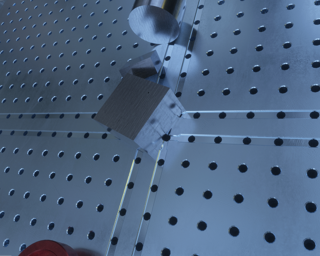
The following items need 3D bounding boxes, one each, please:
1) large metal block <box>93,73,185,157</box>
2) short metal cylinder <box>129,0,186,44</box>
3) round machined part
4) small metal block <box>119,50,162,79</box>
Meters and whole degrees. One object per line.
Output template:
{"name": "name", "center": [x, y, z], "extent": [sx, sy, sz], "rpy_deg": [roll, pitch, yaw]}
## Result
{"name": "large metal block", "center": [-0.028, -0.019, 0.419], "extent": [0.080, 0.050, 0.080], "rpy_deg": [25, 75, 36]}
{"name": "short metal cylinder", "center": [-0.003, -0.178, 0.484], "extent": [0.080, 0.080, 0.050], "rpy_deg": [1, 62, 28]}
{"name": "round machined part", "center": [-0.127, 0.182, 0.353], "extent": [0.098, 0.042, 0.098], "rpy_deg": [-13, 56, 21]}
{"name": "small metal block", "center": [-0.027, -0.091, 0.464], "extent": [0.050, 0.025, 0.050], "rpy_deg": [-19, 22, 17]}
